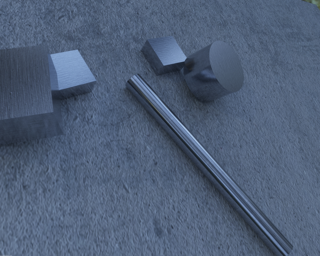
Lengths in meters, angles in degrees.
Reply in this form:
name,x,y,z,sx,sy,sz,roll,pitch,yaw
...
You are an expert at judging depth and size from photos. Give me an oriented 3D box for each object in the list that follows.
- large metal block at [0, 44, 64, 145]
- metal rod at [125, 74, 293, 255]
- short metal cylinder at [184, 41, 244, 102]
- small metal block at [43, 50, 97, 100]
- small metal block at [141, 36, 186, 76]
name,x,y,z,sx,sy,sz,roll,pitch,yaw
large metal block,-0.147,-0.032,0.313,0.081,0.050,0.080,-10,65,-10
metal rod,0.061,0.046,0.410,0.300,0.025,0.025,48,51,5
short metal cylinder,0.082,-0.085,0.471,0.081,0.050,0.080,15,67,-39
small metal block,-0.116,-0.065,0.382,0.050,0.025,0.050,-23,74,-37
small metal block,0.007,-0.112,0.478,0.050,0.025,0.050,-20,73,-36
